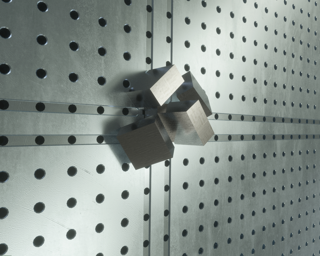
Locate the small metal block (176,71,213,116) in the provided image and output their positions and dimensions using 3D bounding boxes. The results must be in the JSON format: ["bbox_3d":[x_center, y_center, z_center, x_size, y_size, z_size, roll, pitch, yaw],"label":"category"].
[{"bbox_3d":[0.046,-0.044,0.429,0.050,0.025,0.050,50,21,-28],"label":"small metal block"}]

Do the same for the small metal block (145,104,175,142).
[{"bbox_3d":[0.007,-0.006,0.414,0.050,0.025,0.050,1,89,-41],"label":"small metal block"}]

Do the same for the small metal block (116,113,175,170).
[{"bbox_3d":[-0.016,0.017,0.374,0.050,0.050,0.025,63,18,-21],"label":"small metal block"}]

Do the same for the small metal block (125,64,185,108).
[{"bbox_3d":[-0.007,-0.051,0.386,0.050,0.050,0.025,-48,119,-29],"label":"small metal block"}]

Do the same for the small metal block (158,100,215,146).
[{"bbox_3d":[0.032,-0.006,0.386,0.025,0.050,0.050,-44,117,-32],"label":"small metal block"}]
